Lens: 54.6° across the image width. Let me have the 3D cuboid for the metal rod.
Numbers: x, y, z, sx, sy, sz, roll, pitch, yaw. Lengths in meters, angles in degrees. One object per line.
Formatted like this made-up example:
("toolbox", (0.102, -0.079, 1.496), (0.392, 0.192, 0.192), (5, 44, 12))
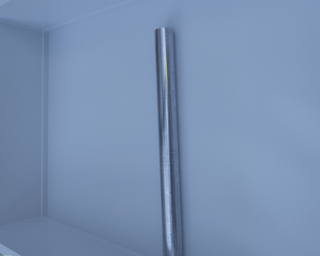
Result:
("metal rod", (0.011, 0.023, 0.398), (0.025, 0.025, 0.298), (-4, 88, 40))
